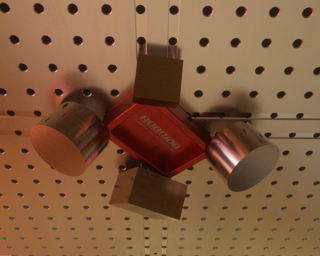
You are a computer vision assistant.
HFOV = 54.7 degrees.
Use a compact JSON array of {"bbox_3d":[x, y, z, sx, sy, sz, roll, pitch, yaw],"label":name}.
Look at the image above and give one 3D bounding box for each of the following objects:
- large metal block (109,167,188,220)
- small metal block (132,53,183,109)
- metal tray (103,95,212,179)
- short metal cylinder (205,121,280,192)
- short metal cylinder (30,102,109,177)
[{"bbox_3d":[-0.019,0.099,0.456,0.080,0.050,0.080,24,157,-20],"label":"large metal block"},{"bbox_3d":[-0.003,-0.052,0.347,0.050,0.050,0.025,7,168,-6],"label":"small metal block"},{"bbox_3d":[-0.001,0.010,0.415,0.090,0.030,0.130,-34,123,25],"label":"metal tray"},{"bbox_3d":[0.108,0.038,0.408,0.081,0.050,0.079,-18,134,-20],"label":"short metal cylinder"},{"bbox_3d":[-0.112,0.014,0.386,0.080,0.050,0.079,17,134,19],"label":"short metal cylinder"}]
